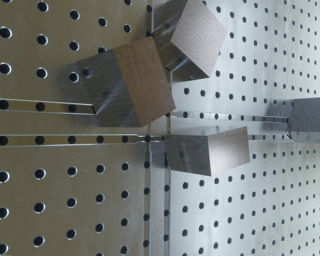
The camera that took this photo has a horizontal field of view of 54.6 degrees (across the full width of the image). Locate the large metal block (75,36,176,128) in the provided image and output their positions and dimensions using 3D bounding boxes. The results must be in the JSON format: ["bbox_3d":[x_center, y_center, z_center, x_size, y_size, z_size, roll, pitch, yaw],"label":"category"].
[{"bbox_3d":[-0.038,-0.047,0.340,0.050,0.080,0.080,-31,109,-36],"label":"large metal block"}]

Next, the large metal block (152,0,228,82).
[{"bbox_3d":[0.038,-0.121,0.423,0.080,0.050,0.080,34,69,-35],"label":"large metal block"}]

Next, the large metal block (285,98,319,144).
[{"bbox_3d":[0.316,-0.015,0.636,0.050,0.080,0.080,36,68,-34],"label":"large metal block"}]

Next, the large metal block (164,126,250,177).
[{"bbox_3d":[0.064,0.028,0.426,0.081,0.080,0.050,-11,97,-39],"label":"large metal block"}]
